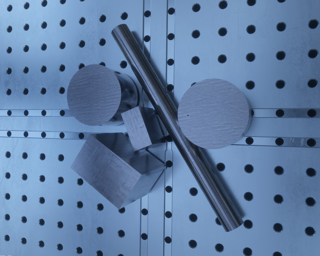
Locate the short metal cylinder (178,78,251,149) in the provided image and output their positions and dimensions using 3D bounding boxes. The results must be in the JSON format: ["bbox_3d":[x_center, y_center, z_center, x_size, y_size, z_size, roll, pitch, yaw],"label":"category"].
[{"bbox_3d":[0.067,-0.016,0.372,0.080,0.050,0.079,0,90,20],"label":"short metal cylinder"}]

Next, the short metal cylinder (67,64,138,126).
[{"bbox_3d":[-0.078,-0.043,0.423,0.080,0.050,0.079,0,90,20],"label":"short metal cylinder"}]

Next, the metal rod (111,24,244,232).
[{"bbox_3d":[0.017,-0.008,0.402,0.025,0.025,0.299,-33,80,17],"label":"metal rod"}]

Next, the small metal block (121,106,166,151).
[{"bbox_3d":[-0.021,0.001,0.402,0.025,0.050,0.050,-22,83,19],"label":"small metal block"}]

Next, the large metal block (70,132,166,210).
[{"bbox_3d":[-0.050,0.049,0.396,0.080,0.080,0.050,36,102,17],"label":"large metal block"}]
